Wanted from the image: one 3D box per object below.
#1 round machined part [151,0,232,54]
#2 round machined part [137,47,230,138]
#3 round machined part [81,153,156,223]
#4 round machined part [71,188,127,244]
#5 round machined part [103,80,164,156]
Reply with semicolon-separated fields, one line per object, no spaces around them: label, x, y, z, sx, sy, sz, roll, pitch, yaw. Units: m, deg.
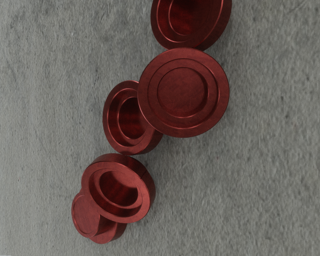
round machined part;0.039;-0.134;0.360;0.098;0.042;0.097;0;90;39
round machined part;0.025;-0.041;0.350;0.099;0.042;0.097;0;106;1
round machined part;-0.052;0.076;0.416;0.098;0.042;0.097;8;117;16
round machined part;-0.098;0.128;0.472;0.098;0.042;0.097;0;90;39
round machined part;-0.029;-0.013;0.416;0.098;0.042;0.097;0;90;39
